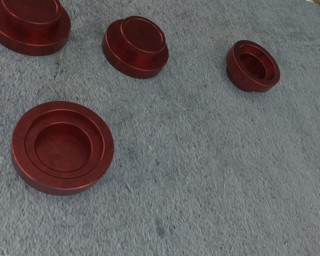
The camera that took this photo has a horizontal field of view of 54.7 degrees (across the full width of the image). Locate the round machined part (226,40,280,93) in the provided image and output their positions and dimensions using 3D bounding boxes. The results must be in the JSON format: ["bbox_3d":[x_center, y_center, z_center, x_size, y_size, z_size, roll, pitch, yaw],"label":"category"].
[{"bbox_3d":[0.155,-0.101,0.538,0.099,0.042,0.098,14,56,-21],"label":"round machined part"}]

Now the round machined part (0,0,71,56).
[{"bbox_3d":[-0.163,-0.143,0.392,0.099,0.042,0.098,14,56,-21],"label":"round machined part"}]

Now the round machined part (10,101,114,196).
[{"bbox_3d":[-0.102,0.024,0.324,0.099,0.042,0.098,14,56,-21],"label":"round machined part"}]

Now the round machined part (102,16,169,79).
[{"bbox_3d":[-0.031,-0.123,0.451,0.099,0.042,0.098,14,56,-21],"label":"round machined part"}]
